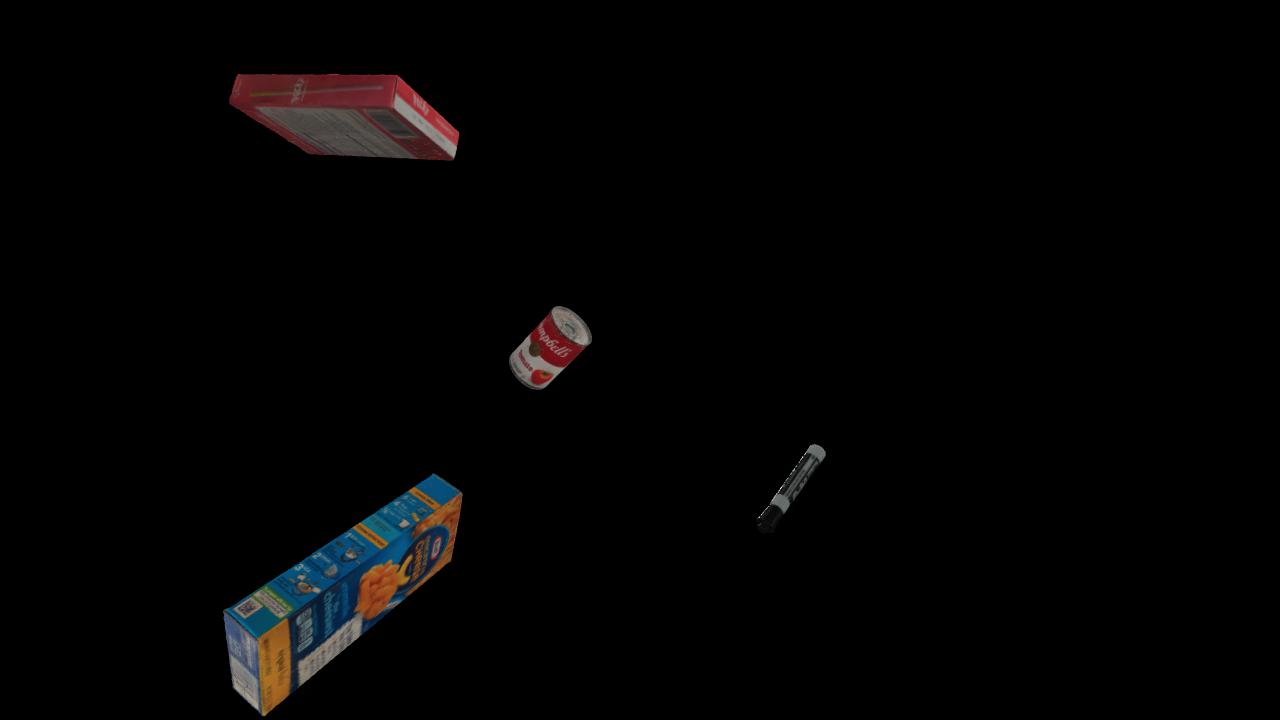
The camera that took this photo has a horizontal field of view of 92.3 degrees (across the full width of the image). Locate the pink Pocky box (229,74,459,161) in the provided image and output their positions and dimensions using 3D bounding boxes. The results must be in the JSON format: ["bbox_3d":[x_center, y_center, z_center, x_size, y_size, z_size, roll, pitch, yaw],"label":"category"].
[{"bbox_3d":[-0.236,-0.195,0.497,0.155,0.029,0.084,8,-7,17],"label":"pink Pocky box"}]

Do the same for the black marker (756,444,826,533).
[{"bbox_3d":[0.154,0.130,0.624,0.020,0.020,0.121,0,33,47],"label":"black marker"}]

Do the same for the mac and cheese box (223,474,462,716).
[{"bbox_3d":[-0.222,0.175,0.485,0.041,0.093,0.184,27,31,18],"label":"mac and cheese box"}]

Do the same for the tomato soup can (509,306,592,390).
[{"bbox_3d":[-0.122,-0.015,0.829,0.101,0.068,0.068,-42,-21,25],"label":"tomato soup can"}]
